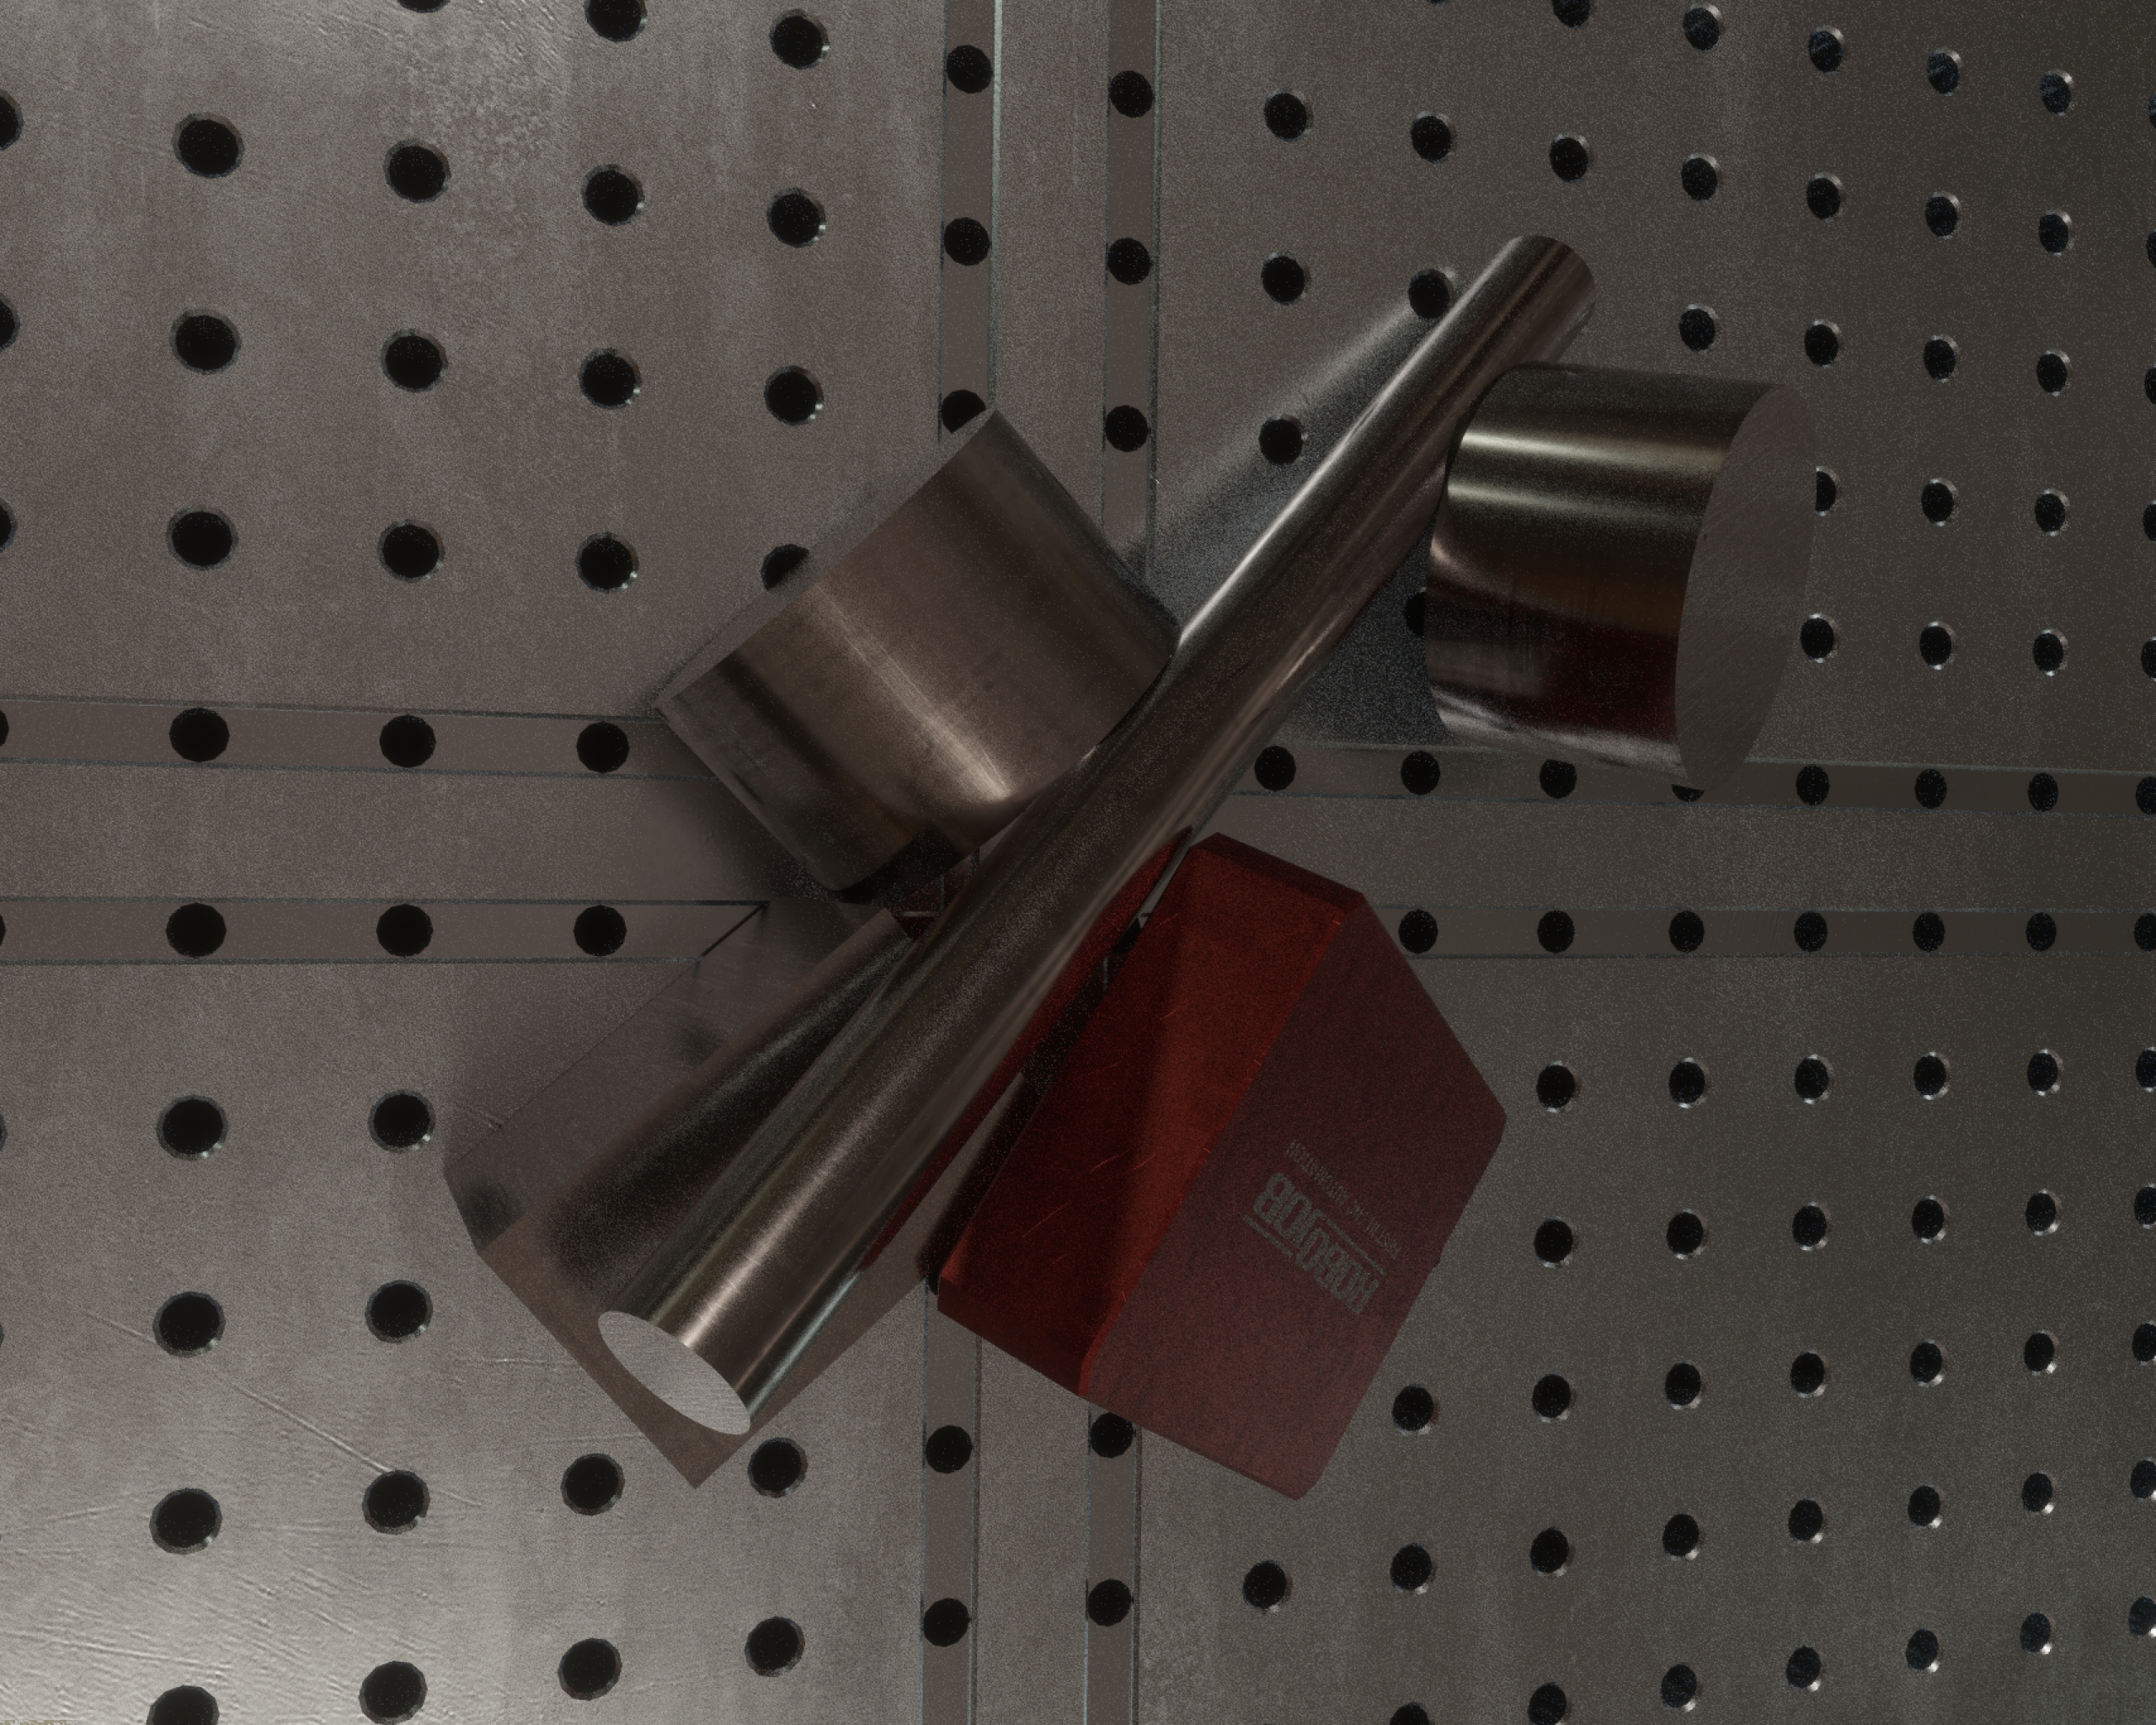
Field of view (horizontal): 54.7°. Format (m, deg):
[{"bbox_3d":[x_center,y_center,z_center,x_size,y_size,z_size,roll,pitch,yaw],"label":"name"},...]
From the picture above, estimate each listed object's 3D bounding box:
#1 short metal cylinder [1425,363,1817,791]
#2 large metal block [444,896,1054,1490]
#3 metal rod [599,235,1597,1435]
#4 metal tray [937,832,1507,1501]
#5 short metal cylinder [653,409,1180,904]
[{"bbox_3d":[0.111,-0.058,0.420,0.081,0.050,0.079,-29,126,-50],"label":"short metal cylinder"},{"bbox_3d":[-0.058,0.051,0.362,0.080,0.080,0.050,-41,104,-15],"label":"large metal block"},{"bbox_3d":[0.023,-0.028,0.365,0.025,0.025,0.301,49,54,-14],"label":"metal rod"},{"bbox_3d":[0.033,0.061,0.381,0.090,0.030,0.130,-59,149,-10],"label":"metal tray"},{"bbox_3d":[-0.029,-0.036,0.373,0.080,0.080,0.050,-45,105,-15],"label":"short metal cylinder"}]
